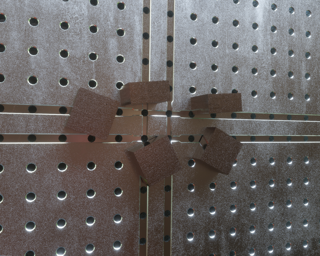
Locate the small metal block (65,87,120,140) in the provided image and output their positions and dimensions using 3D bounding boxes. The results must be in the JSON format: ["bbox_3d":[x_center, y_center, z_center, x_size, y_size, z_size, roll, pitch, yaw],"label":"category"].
[{"bbox_3d":[-0.083,-0.017,0.382,0.050,0.025,0.050,20,83,-19],"label":"small metal block"}]

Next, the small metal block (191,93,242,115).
[{"bbox_3d":[0.077,-0.033,0.427,0.050,0.050,0.025,-4,92,-20],"label":"small metal block"}]

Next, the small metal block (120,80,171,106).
[{"bbox_3d":[-0.020,-0.043,0.392,0.050,0.050,0.025,-6,92,-20],"label":"small metal block"}]

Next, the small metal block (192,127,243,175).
[{"bbox_3d":[0.082,0.032,0.443,0.050,0.025,0.050,30,80,-18],"label":"small metal block"}]

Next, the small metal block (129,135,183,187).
[{"bbox_3d":[-0.006,0.042,0.410,0.050,0.025,0.050,-27,99,-18],"label":"small metal block"}]
